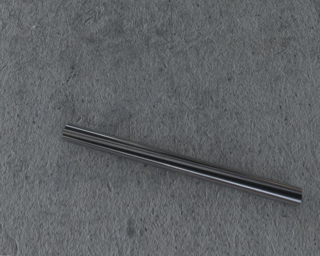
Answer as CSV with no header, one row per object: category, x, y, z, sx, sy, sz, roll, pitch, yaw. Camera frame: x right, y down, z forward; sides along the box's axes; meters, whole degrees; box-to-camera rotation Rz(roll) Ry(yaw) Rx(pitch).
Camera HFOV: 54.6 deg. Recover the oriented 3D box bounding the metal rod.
metal rod,0.023,0.045,0.391,0.301,0.025,0.025,15,71,5
